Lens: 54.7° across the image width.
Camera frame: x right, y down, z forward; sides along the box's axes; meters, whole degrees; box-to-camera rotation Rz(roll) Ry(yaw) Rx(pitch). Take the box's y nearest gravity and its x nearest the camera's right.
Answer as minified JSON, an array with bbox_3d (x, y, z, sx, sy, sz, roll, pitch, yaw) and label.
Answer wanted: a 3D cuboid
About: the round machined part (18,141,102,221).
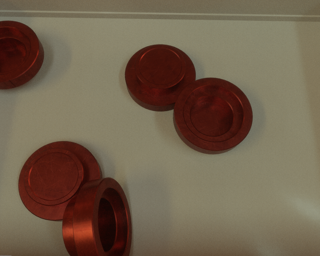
[{"bbox_3d":[-0.123,0.062,0.376,0.099,0.042,0.098,0,70,0],"label":"round machined part"}]

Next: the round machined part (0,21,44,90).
[{"bbox_3d":[-0.212,-0.097,0.433,0.099,0.042,0.098,0,70,-1],"label":"round machined part"}]

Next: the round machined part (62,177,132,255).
[{"bbox_3d":[-0.068,0.105,0.334,0.042,0.098,0.098,-12,70,13],"label":"round machined part"}]

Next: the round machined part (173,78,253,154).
[{"bbox_3d":[0.066,-0.013,0.404,0.099,0.042,0.098,1,72,-3],"label":"round machined part"}]

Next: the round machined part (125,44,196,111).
[{"bbox_3d":[0.000,-0.076,0.428,0.099,0.042,0.098,0,70,-1],"label":"round machined part"}]
